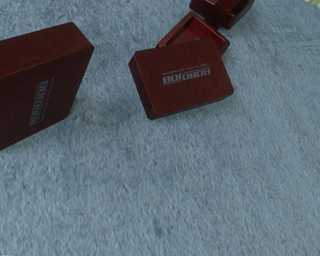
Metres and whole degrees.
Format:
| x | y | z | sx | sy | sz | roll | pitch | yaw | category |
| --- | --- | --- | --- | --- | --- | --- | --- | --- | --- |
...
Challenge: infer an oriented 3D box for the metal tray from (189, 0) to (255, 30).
| x | y | z | sx | sy | sz | roll | pitch | yaw | category |
| --- | --- | --- | --- | --- | --- | --- | --- | --- | --- |
| 0.127 | -0.250 | 0.610 | 0.090 | 0.030 | 0.131 | 34 | 49 | 9 | metal tray |

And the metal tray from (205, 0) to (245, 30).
| x | y | z | sx | sy | sz | roll | pitch | yaw | category |
| --- | --- | --- | --- | --- | --- | --- | --- | --- | --- |
| 0.142 | -0.245 | 0.590 | 0.030 | 0.090 | 0.131 | 42 | 51 | 2 | metal tray |

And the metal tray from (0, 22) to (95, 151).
| x | y | z | sx | sy | sz | roll | pitch | yaw | category |
| --- | --- | --- | --- | --- | --- | --- | --- | --- | --- |
| -0.121 | -0.034 | 0.293 | 0.091 | 0.129 | 0.030 | -34 | 81 | -38 | metal tray |

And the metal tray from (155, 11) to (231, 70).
| x | y | z | sx | sy | sz | roll | pitch | yaw | category |
| --- | --- | --- | --- | --- | --- | --- | --- | --- | --- |
| 0.054 | -0.130 | 0.511 | 0.090 | 0.030 | 0.130 | 38 | 51 | -3 | metal tray |

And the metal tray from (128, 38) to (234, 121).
| x | y | z | sx | sy | sz | roll | pitch | yaw | category |
| --- | --- | --- | --- | --- | --- | --- | --- | --- | --- |
| 0.032 | -0.071 | 0.436 | 0.131 | 0.030 | 0.090 | -17 | 83 | -24 | metal tray |
